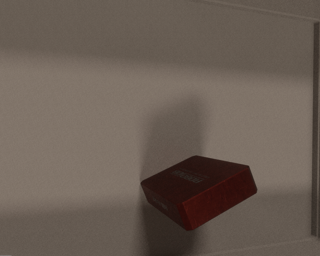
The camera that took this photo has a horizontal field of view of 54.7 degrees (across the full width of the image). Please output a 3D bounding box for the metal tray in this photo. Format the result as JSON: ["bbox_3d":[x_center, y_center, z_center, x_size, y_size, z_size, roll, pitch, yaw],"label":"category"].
[{"bbox_3d":[0.039,0.070,0.370,0.091,0.130,0.030,-24,98,-19],"label":"metal tray"}]
